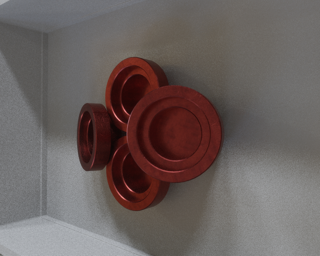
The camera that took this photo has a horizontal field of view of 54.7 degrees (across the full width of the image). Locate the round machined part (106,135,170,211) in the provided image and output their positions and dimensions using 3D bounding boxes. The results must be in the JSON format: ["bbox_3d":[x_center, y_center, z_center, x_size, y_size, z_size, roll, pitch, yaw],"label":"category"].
[{"bbox_3d":[-0.023,0.057,0.412,0.098,0.042,0.097,0,90,40],"label":"round machined part"}]

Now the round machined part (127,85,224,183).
[{"bbox_3d":[0.018,0.006,0.328,0.098,0.042,0.097,0,90,18],"label":"round machined part"}]

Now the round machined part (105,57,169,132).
[{"bbox_3d":[-0.025,-0.042,0.414,0.098,0.042,0.097,0,90,40],"label":"round machined part"}]

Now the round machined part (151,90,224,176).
[{"bbox_3d":[0.025,0.006,0.359,0.098,0.042,0.097,0,89,17],"label":"round machined part"}]

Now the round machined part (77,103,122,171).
[{"bbox_3d":[-0.088,0.013,0.453,0.098,0.042,0.097,-1,88,61],"label":"round machined part"}]
